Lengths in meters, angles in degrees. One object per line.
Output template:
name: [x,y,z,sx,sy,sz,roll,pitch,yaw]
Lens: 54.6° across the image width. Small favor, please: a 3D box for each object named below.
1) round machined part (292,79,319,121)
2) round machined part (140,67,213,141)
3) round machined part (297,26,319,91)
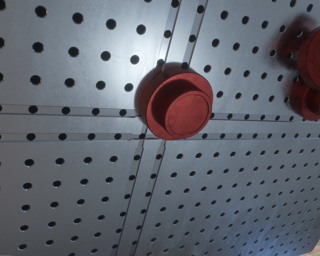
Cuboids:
round machined part: [0.274,-0.054,0.515,0.099,0.042,0.097,-14,124,-21]
round machined part: [0.027,-0.025,0.399,0.099,0.042,0.097,-14,124,-21]
round machined part: [0.246,-0.102,0.454,0.099,0.042,0.097,-2,99,-9]
